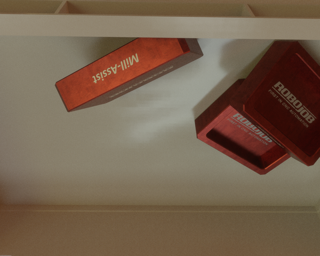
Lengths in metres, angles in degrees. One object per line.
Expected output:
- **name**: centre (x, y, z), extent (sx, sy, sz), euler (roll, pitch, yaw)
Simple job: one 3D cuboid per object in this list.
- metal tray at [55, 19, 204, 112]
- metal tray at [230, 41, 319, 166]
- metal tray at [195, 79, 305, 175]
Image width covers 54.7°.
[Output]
- **metal tray**: centre (-0.027, -0.060, 0.313), extent (0.130, 0.090, 0.030), euler (-23, 93, 18)
- **metal tray**: centre (0.155, -0.026, 0.356), extent (0.130, 0.030, 0.090), euler (35, 94, -23)
- **metal tray**: centre (0.123, 0.004, 0.409), extent (0.131, 0.030, 0.090), euler (29, 124, -23)
